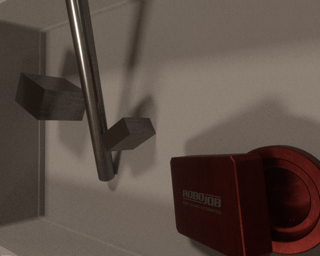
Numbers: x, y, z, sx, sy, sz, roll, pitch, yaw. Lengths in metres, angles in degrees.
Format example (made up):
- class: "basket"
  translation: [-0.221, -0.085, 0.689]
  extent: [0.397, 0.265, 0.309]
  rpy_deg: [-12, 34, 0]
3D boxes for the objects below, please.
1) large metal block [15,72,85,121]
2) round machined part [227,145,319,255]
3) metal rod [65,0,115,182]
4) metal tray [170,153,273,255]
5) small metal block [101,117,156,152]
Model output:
- class: "large metal block"
  translation: [-0.179, -0.051, 0.516]
  extent: [0.080, 0.081, 0.050]
  rpy_deg: [31, 109, 35]
- class: "round machined part"
  translation: [0.118, 0.065, 0.298]
  extent: [0.098, 0.042, 0.097]
  rpy_deg: [0, 90, 39]
- class: "metal rod"
  translation: [-0.089, -0.055, 0.401]
  extent: [0.025, 0.025, 0.298]
  rpy_deg: [22, 128, 37]
- class: "metal tray"
  translation: [0.054, 0.073, 0.320]
  extent: [0.130, 0.030, 0.089]
  rpy_deg: [165, 100, -66]
- class: "small metal block"
  translation: [-0.043, 0.009, 0.424]
  extent: [0.050, 0.050, 0.025]
  rpy_deg: [-35, 69, 34]
